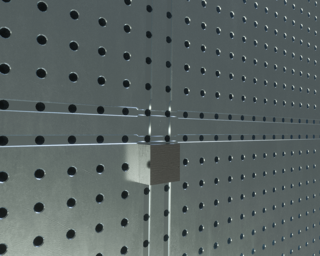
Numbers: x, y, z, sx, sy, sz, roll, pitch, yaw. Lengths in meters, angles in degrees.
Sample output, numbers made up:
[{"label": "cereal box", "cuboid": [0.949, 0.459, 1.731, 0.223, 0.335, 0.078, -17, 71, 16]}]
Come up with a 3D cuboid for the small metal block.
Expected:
[{"label": "small metal block", "cuboid": [-0.001, 0.046, 0.408, 0.050, 0.025, 0.050, 0, 90, -40]}]
